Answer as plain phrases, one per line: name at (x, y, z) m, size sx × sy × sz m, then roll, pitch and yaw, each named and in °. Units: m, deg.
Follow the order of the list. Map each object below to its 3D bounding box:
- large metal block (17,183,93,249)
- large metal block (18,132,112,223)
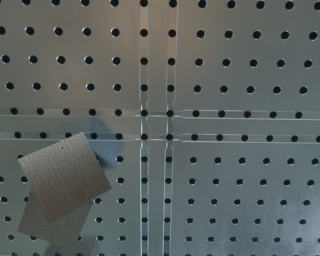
large metal block at (-0.143, 0.113, 0.441) m, size 0.080 × 0.050 × 0.080 m, roll 22°, pitch 109°, yaw -8°
large metal block at (-0.117, 0.062, 0.389) m, size 0.081 × 0.050 × 0.080 m, roll -25°, pitch 80°, yaw -22°
